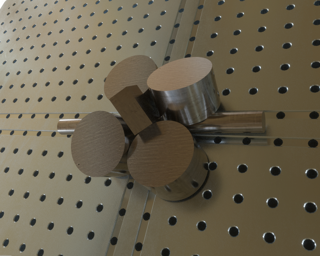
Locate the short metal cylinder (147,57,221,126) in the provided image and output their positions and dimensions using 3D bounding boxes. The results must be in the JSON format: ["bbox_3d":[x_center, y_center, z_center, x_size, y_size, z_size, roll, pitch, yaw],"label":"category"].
[{"bbox_3d":[0.030,-0.046,0.383,0.080,0.050,0.080,-14,34,10],"label":"short metal cylinder"}]

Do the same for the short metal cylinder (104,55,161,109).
[{"bbox_3d":[-0.031,-0.056,0.438,0.080,0.050,0.080,-13,56,21],"label":"short metal cylinder"}]

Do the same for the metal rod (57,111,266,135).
[{"bbox_3d":[-0.018,-0.004,0.415,0.300,0.025,0.025,-1,61,27],"label":"metal rod"}]

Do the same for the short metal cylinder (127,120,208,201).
[{"bbox_3d":[0.010,0.038,0.359,0.080,0.050,0.080,-13,56,21],"label":"short metal cylinder"}]

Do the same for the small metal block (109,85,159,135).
[{"bbox_3d":[-0.029,-0.023,0.371,0.025,0.050,0.050,-34,93,13],"label":"small metal block"}]

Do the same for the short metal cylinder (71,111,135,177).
[{"bbox_3d":[-0.064,0.022,0.392,0.080,0.050,0.080,-5,80,26],"label":"short metal cylinder"}]
